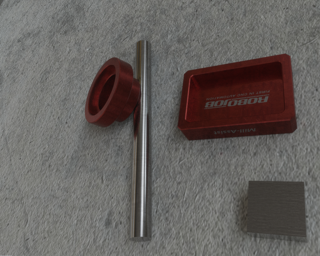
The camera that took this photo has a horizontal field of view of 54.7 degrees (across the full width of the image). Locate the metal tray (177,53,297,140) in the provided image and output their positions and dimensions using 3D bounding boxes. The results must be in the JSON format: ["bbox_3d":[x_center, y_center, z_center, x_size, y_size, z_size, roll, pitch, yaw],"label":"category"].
[{"bbox_3d":[0.091,-0.035,0.374,0.130,0.030,0.090,-5,59,25],"label":"metal tray"}]

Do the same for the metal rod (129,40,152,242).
[{"bbox_3d":[-0.024,-0.005,0.419,0.025,0.025,0.299,-14,56,20],"label":"metal rod"}]

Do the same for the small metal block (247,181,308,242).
[{"bbox_3d":[0.112,0.079,0.297,0.050,0.025,0.050,-4,60,26],"label":"small metal block"}]

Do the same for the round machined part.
[{"bbox_3d":[-0.064,-0.047,0.439,0.098,0.042,0.098,-32,47,43],"label":"round machined part"}]
